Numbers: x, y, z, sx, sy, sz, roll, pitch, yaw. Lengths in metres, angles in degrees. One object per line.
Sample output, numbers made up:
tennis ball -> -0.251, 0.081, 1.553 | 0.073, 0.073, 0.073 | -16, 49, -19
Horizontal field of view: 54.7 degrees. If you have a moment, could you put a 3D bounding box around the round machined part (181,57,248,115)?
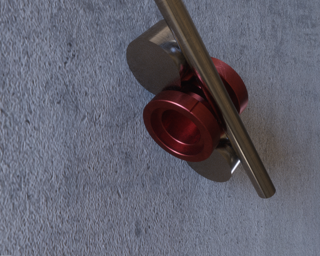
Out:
round machined part -> 0.064, -0.043, 0.414 | 0.042, 0.098, 0.098 | -45, 117, -26

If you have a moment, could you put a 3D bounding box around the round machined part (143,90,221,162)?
round machined part -> 0.031, -0.007, 0.385 | 0.042, 0.098, 0.098 | -49, 120, -33

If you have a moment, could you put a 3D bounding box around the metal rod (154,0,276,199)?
metal rod -> 0.075, -0.026, 0.367 | 0.025, 0.025, 0.299 | -48, 119, -29

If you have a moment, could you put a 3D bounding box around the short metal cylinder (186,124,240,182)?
short metal cylinder -> 0.077, 0.030, 0.437 | 0.050, 0.080, 0.080 | -47, 118, -30

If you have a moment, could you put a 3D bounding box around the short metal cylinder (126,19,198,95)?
short metal cylinder -> 0.006, -0.084, 0.377 | 0.050, 0.080, 0.080 | -47, 118, -30
